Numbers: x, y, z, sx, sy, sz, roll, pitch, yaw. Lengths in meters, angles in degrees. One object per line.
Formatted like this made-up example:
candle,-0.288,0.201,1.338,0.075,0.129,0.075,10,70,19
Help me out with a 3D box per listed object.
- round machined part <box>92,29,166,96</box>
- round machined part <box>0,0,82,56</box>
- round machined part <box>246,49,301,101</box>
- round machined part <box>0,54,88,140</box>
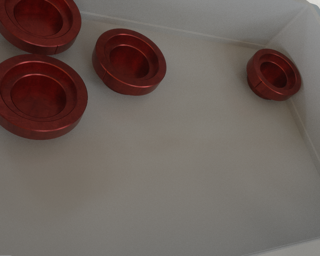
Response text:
round machined part,-0.044,-0.084,0.422,0.099,0.042,0.098,14,56,-21
round machined part,-0.153,-0.133,0.387,0.099,0.042,0.098,12,65,-26
round machined part,0.196,-0.089,0.550,0.099,0.042,0.098,10,61,-17
round machined part,-0.133,-0.030,0.341,0.099,0.042,0.098,14,56,-21
